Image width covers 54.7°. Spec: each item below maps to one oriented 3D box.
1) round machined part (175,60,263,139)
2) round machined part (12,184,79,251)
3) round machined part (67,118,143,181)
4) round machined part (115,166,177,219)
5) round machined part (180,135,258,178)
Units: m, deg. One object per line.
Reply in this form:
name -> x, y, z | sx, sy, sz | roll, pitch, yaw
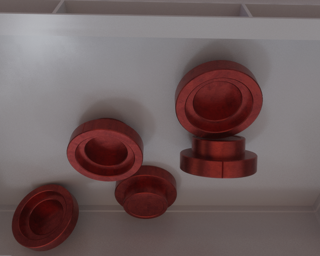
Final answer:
round machined part -> 0.067, -0.037, 0.367 | 0.099, 0.042, 0.097 | 0, 129, 0
round machined part -> -0.172, 0.141, 0.481 | 0.098, 0.098, 0.042 | -10, 143, 8
round machined part -> -0.071, 0.025, 0.418 | 0.099, 0.042, 0.097 | -1, 130, 0
round machined part -> -0.022, 0.107, 0.489 | 0.099, 0.042, 0.097 | -1, 130, 0
round machined part -> 0.075, 0.032, 0.402 | 0.099, 0.098, 0.042 | 0, 96, -1
